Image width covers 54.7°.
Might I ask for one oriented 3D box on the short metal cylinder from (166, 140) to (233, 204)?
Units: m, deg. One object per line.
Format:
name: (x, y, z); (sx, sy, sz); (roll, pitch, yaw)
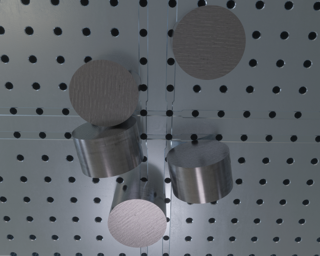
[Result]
short metal cylinder: (0.052, 0.054, 0.404); (0.080, 0.080, 0.050); (-9, 110, 3)

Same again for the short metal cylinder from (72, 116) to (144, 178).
short metal cylinder: (-0.065, 0.021, 0.391); (0.080, 0.080, 0.050); (-9, 110, 3)

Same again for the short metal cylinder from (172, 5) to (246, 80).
short metal cylinder: (0.054, -0.101, 0.363); (0.081, 0.050, 0.079); (0, 110, 0)

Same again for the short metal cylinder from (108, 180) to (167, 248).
short metal cylinder: (-0.031, 0.122, 0.445); (0.081, 0.050, 0.079); (0, 110, 0)

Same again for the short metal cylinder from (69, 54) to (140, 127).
short metal cylinder: (-0.065, -0.048, 0.382); (0.081, 0.050, 0.079); (0, 110, 0)
